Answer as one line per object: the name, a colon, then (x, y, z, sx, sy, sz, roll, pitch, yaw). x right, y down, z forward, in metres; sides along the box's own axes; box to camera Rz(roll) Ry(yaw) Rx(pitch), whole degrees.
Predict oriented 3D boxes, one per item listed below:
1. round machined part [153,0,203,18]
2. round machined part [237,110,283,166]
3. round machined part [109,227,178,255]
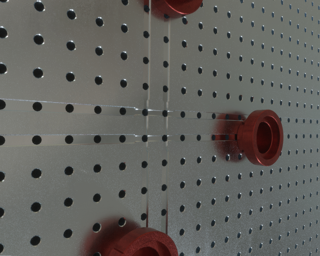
round machined part: (0.029, -0.206, 0.424, 0.099, 0.042, 0.097, 0, 90, -40)
round machined part: (0.174, 0.017, 0.547, 0.099, 0.042, 0.097, 0, 90, -40)
round machined part: (-0.027, 0.170, 0.378, 0.099, 0.042, 0.097, 0, 90, -40)
